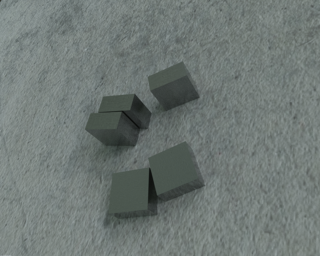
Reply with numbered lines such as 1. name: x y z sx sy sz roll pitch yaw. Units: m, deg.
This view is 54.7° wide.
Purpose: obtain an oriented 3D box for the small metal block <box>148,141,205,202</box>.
1. small metal block: 0.019 0.051 0.362 0.050 0.025 0.050 -25 53 12

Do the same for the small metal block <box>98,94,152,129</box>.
1. small metal block: -0.047 -0.021 0.424 0.050 0.050 0.025 -2 61 27

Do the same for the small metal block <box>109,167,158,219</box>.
1. small metal block: -0.031 0.079 0.371 0.050 0.025 0.050 -12 57 21

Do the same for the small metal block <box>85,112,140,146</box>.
1. small metal block: -0.063 0.002 0.418 0.050 0.050 0.025 -1 62 27

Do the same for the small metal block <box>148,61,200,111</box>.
1. small metal block: 0.019 -0.054 0.410 0.050 0.050 0.025 -22 54 15
